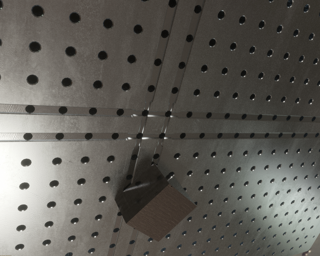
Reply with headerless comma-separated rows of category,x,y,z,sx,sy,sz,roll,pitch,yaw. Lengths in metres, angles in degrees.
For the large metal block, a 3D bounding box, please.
large metal block,-0.005,0.112,0.463,0.080,0.050,0.080,-43,130,1
